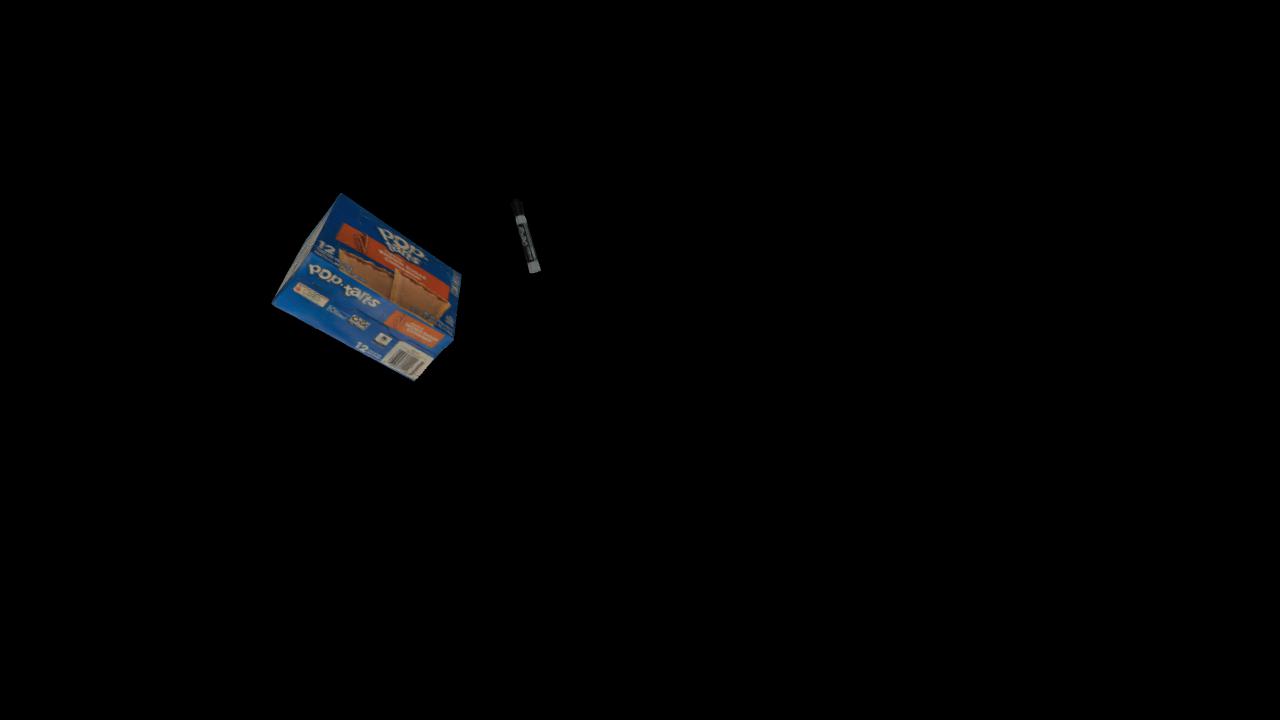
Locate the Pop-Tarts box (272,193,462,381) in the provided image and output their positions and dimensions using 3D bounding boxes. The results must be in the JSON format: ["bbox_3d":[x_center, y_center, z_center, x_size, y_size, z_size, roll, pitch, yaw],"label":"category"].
[{"bbox_3d":[-0.298,-0.082,0.699,0.083,0.141,0.167,-40,-55,20],"label":"Pop-Tarts box"}]

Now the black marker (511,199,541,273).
[{"bbox_3d":[-0.185,-0.200,0.992,0.020,0.121,0.020,-16,0,0],"label":"black marker"}]
